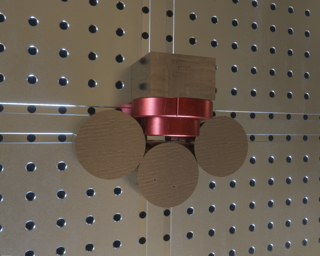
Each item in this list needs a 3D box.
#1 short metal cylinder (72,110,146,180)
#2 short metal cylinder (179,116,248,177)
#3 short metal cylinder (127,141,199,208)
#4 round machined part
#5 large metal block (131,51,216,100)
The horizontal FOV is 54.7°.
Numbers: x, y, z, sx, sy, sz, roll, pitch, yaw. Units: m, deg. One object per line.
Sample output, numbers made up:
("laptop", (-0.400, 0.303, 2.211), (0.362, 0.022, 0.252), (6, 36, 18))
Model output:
("short metal cylinder", (-0.063, 0.019, 0.376), (0.081, 0.050, 0.079), (0, 90, -20))
("short metal cylinder", (0.072, 0.024, 0.426), (0.081, 0.050, 0.079), (0, 90, -20))
("short metal cylinder", (0.003, 0.057, 0.401), (0.081, 0.050, 0.079), (0, 90, -20))
("round machined part", (0.014, -0.011, 0.377), (0.099, 0.098, 0.042), (2, 89, -20))
("large metal block", (0.014, -0.058, 0.388), (0.081, 0.080, 0.050), (1, 90, -20))
